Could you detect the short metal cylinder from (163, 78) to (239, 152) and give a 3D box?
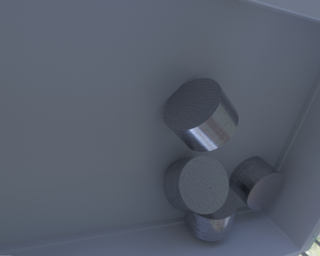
[{"bbox_3d":[0.052,-0.017,0.393,0.080,0.080,0.050,-44,130,2],"label":"short metal cylinder"}]

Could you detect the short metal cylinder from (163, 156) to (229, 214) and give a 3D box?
[{"bbox_3d":[0.052,0.082,0.448,0.081,0.050,0.080,5,78,-24],"label":"short metal cylinder"}]

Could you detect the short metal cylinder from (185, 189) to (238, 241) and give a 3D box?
[{"bbox_3d":[0.081,0.133,0.501,0.081,0.080,0.050,-13,126,-22],"label":"short metal cylinder"}]

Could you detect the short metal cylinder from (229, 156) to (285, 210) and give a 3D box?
[{"bbox_3d":[0.172,0.097,0.550,0.081,0.050,0.079,-14,125,-21],"label":"short metal cylinder"}]
